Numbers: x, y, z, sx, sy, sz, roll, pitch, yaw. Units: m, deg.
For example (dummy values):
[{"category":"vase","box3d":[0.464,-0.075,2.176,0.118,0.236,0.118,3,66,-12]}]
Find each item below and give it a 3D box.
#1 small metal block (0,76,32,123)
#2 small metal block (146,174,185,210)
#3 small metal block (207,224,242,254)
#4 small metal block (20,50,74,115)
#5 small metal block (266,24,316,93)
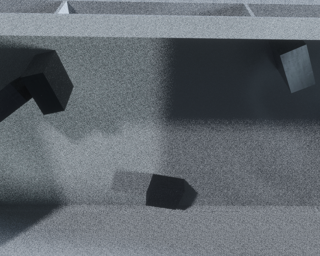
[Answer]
[{"category":"small metal block","box3d":[-0.164,-0.038,0.356,0.050,0.050,0.025,-30,109,23]},{"category":"small metal block","box3d":[0.008,0.103,0.497,0.050,0.025,0.050,11,129,-10]},{"category":"small metal block","box3d":[0.124,0.215,0.596,0.050,0.025,0.050,-20,128,16]},{"category":"small metal block","box3d":[-0.124,-0.051,0.348,0.025,0.050,0.050,-11,130,8]},{"category":"small metal block","box3d":[0.139,-0.074,0.331,0.025,0.050,0.050,-22,127,17]}]
